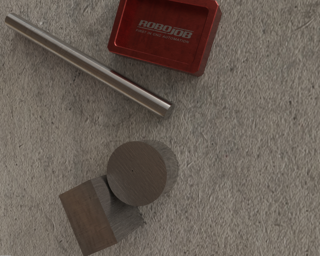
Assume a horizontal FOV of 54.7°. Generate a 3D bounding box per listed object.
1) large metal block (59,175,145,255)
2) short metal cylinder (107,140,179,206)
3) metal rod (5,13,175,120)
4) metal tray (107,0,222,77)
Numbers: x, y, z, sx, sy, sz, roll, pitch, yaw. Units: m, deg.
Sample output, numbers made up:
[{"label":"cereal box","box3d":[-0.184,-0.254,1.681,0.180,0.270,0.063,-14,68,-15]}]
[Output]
[{"label":"large metal block","box3d":[-0.073,0.107,0.404,0.050,0.080,0.080,-28,81,18]},{"label":"short metal cylinder","box3d":[-0.021,0.056,0.402,0.080,0.050,0.079,0,90,19]},{"label":"metal rod","box3d":[-0.111,-0.095,0.446,0.300,0.025,0.025,31,100,17]},{"label":"metal tray","box3d":[0.004,-0.127,0.404,0.130,0.030,0.089,19,96,18]}]
